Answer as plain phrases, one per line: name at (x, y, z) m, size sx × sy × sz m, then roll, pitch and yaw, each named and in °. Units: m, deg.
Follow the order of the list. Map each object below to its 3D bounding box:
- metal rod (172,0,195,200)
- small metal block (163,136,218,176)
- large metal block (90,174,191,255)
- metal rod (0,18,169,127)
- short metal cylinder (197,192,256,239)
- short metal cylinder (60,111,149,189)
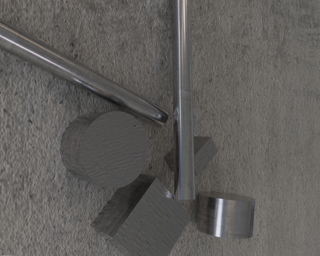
metal rod at (0.029, -0.062, 0.398) m, size 0.025 × 0.025 × 0.299 m, roll 10°, pitch 75°, yaw -40°
small metal block at (0.042, 0.036, 0.424) m, size 0.050 × 0.050 × 0.025 m, roll -43°, pitch 117°, yaw -31°
large metal block at (-0.020, 0.112, 0.372) m, size 0.080 × 0.050 × 0.080 m, roll -52°, pitch 121°, yaw -27°
metal rod at (-0.106, -0.066, 0.315) m, size 0.301 × 0.025 × 0.025 m, roll 26°, pitch 74°, yaw -37°
short metal cylinder at (0.095, 0.123, 0.448) m, size 0.081 × 0.080 × 0.050 m, roll 9°, pitch 85°, yaw -40°
short metal cylinder at (-0.060, 0.022, 0.338) m, size 0.081 × 0.050 × 0.080 m, roll 0°, pitch 90°, yaw -40°
